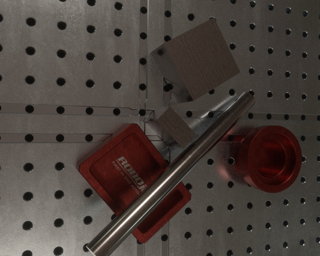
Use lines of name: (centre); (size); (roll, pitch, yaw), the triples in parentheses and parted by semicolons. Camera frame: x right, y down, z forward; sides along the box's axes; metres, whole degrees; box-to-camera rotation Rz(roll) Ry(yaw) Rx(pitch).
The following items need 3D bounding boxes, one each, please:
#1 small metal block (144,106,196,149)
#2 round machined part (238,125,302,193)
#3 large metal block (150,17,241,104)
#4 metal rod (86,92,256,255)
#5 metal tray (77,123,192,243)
small metal block: (0.012, -0.001, 0.405); (0.050, 0.050, 0.025); (46, 76, -15)
round machined part: (0.159, 0.045, 0.464); (0.099, 0.042, 0.097); (0, 90, -21)
large metal block: (0.047, -0.089, 0.418); (0.080, 0.050, 0.080); (-32, 101, -17)
metal rod: (0.031, 0.045, 0.395); (0.301, 0.025, 0.025); (-41, 104, -27)
metal tray: (-0.031, 0.069, 0.399); (0.090, 0.030, 0.130); (-40, 103, -16)
